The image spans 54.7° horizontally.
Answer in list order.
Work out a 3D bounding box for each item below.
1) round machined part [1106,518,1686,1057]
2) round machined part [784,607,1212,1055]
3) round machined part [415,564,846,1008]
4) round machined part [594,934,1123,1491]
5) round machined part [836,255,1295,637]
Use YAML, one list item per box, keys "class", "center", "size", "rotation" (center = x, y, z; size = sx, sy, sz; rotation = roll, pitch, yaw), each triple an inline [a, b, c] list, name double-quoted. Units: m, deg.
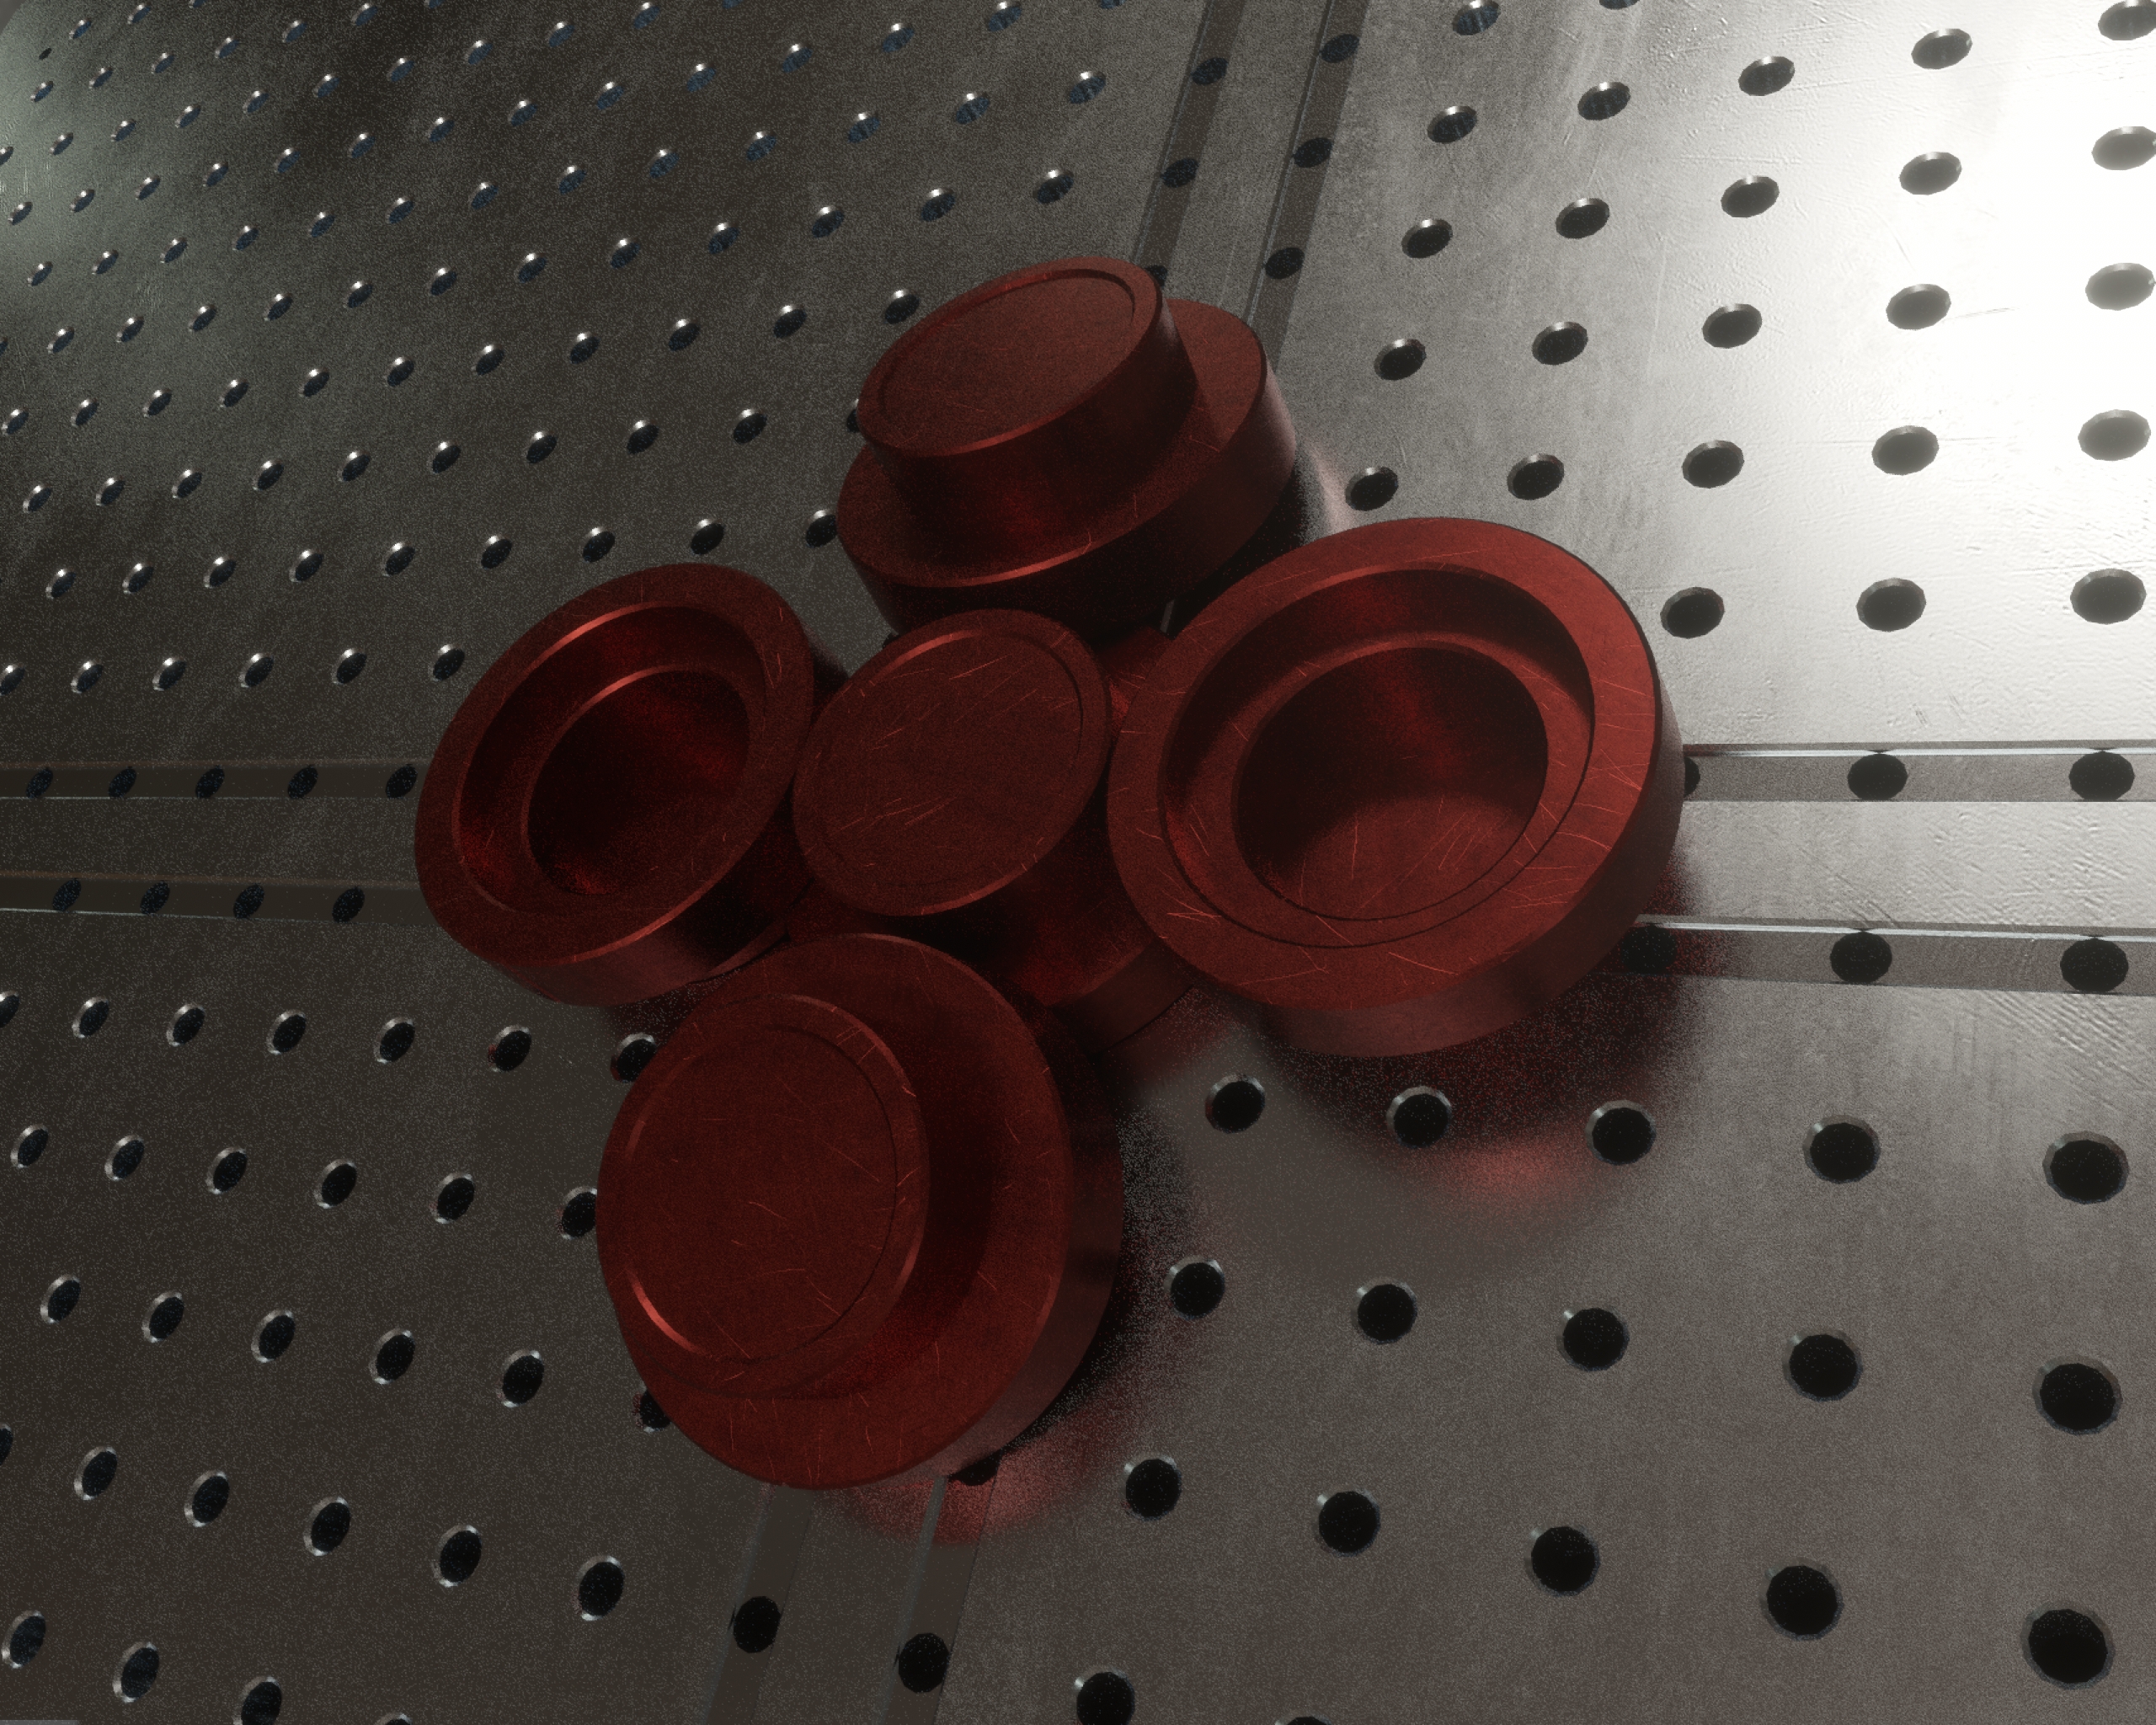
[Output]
- class: "round machined part"
  center: [0.058, -0.010, 0.371]
  size: [0.098, 0.042, 0.098]
  rotation: [-13, 56, 20]
- class: "round machined part"
  center: [-0.016, -0.011, 0.410]
  size: [0.098, 0.042, 0.098]
  rotation: [-13, 56, 20]
- class: "round machined part"
  center: [-0.089, -0.013, 0.450]
  size: [0.098, 0.042, 0.098]
  rotation: [-13, 56, 20]
- class: "round machined part"
  center: [-0.045, 0.060, 0.368]
  size: [0.098, 0.042, 0.098]
  rotation: [-8, 73, 26]
- class: "round machined part"
  center: [-0.007, -0.091, 0.441]
  size: [0.098, 0.042, 0.098]
  rotation: [-16, 41, 15]
